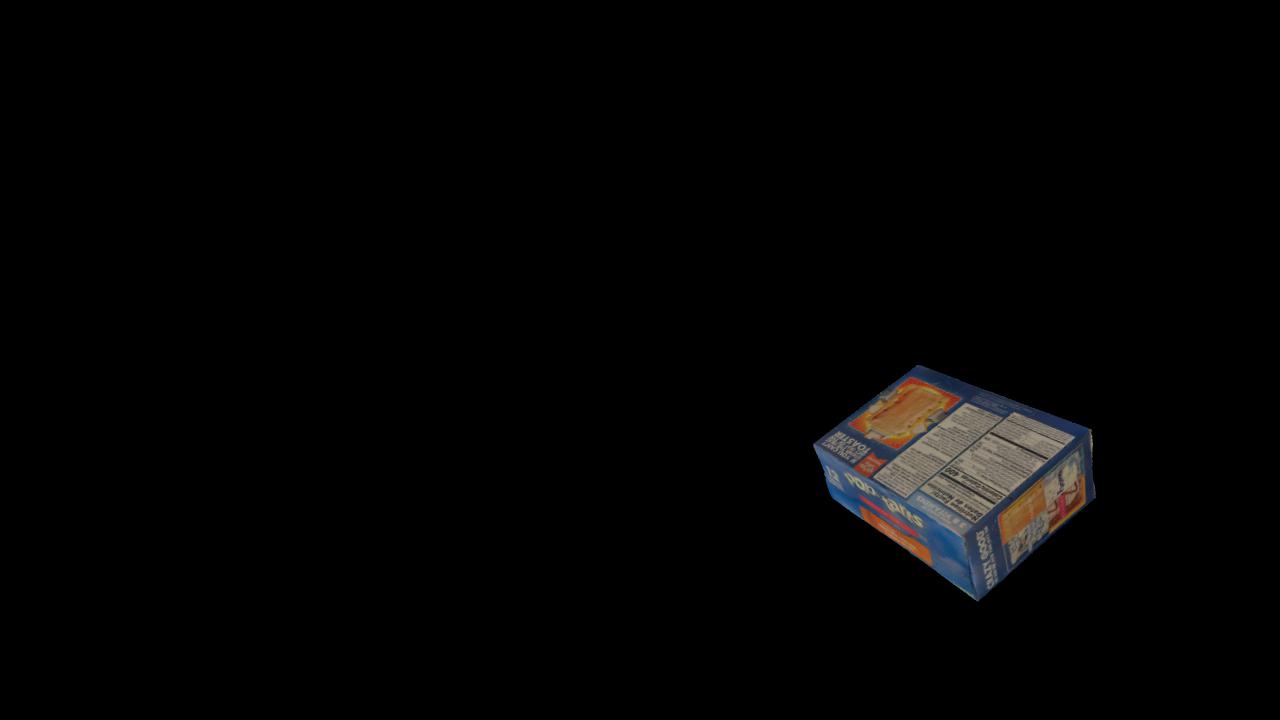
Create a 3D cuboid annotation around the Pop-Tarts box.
[{"bbox_3d":[0.267,0.096,0.539,0.141,0.083,0.167,-34,28,-12],"label":"Pop-Tarts box"}]
